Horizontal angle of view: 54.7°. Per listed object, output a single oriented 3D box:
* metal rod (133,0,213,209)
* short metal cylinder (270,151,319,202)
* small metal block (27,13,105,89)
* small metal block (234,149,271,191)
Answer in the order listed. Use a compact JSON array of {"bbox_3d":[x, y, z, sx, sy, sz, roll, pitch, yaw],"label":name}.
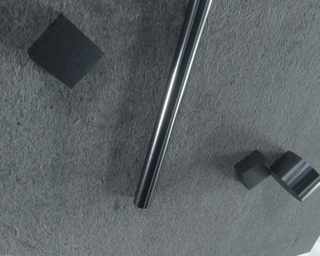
[{"bbox_3d":[0.010,-0.019,0.402,0.025,0.025,0.298,1,118,-30],"label":"metal rod"},{"bbox_3d":[0.244,0.087,0.562,0.050,0.080,0.080,-44,130,2],"label":"short metal cylinder"},{"bbox_3d":[-0.093,-0.076,0.310,0.050,0.025,0.050,-46,130,4],"label":"small metal block"},{"bbox_3d":[0.163,0.074,0.545,0.050,0.025,0.050,-34,129,-6],"label":"small metal block"}]
